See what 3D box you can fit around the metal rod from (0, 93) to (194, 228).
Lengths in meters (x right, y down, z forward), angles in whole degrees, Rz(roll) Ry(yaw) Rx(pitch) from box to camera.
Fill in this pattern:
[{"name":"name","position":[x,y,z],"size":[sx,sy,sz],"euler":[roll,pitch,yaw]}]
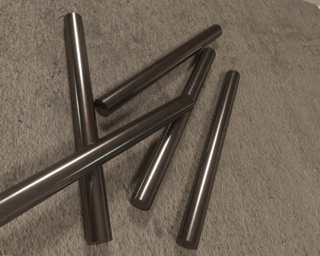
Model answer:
[{"name":"metal rod","position":[-0.065,0.027,0.319],"size":[0.302,0.025,0.025],"euler":[-31,80,-38]}]

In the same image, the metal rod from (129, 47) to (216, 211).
[{"name":"metal rod","position":[0.030,-0.021,0.434],"size":[0.025,0.025,0.301],"euler":[33,51,-8]}]

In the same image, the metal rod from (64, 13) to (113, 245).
[{"name":"metal rod","position":[-0.090,-0.019,0.367],"size":[0.025,0.025,0.299],"euler":[1,61,-28]}]

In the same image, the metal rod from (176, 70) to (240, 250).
[{"name":"metal rod","position":[0.077,0.020,0.434],"size":[0.025,0.025,0.300],"euler":[31,52,-9]}]

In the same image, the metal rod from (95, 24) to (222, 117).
[{"name":"metal rod","position":[0.016,-0.102,0.475],"size":[0.025,0.025,0.302],"euler":[46,51,3]}]
